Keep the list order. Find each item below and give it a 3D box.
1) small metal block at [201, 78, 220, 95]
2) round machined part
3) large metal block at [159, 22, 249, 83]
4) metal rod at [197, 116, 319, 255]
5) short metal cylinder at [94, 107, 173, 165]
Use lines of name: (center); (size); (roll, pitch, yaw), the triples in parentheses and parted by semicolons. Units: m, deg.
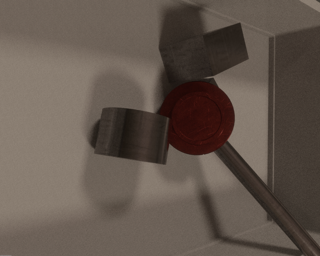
small metal block: (0.070, -0.040, 0.468); (0.050, 0.025, 0.050); (-50, 120, -28)
round machined part: (0.048, -0.013, 0.404); (0.099, 0.042, 0.097); (0, 92, 2)
large metal block: (0.060, -0.102, 0.423); (0.081, 0.080, 0.050); (-29, 109, -36)
metal rod: (0.129, 0.076, 0.438); (0.300, 0.025, 0.025); (49, 58, 0)
short metal cylinder: (-0.029, 0.011, 0.348); (0.081, 0.080, 0.050); (15, 81, -39)
